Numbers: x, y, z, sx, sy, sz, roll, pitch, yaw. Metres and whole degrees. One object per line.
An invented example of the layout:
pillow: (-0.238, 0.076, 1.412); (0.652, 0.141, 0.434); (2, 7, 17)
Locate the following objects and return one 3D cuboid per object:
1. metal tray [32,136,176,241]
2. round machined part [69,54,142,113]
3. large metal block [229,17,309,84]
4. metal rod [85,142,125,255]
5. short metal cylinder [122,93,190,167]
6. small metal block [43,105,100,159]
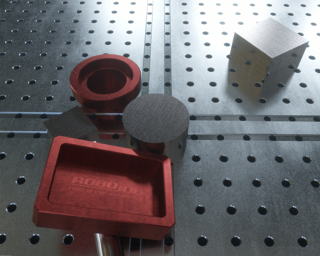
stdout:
metal tray: (-0.053, 0.061, 0.321); (0.131, 0.030, 0.090); (12, 43, -15)
round machined part: (-0.076, -0.060, 0.446); (0.099, 0.042, 0.098); (0, 50, 0)
large metal block: (0.173, -0.127, 0.500); (0.081, 0.050, 0.080); (-26, 55, -21)
metal rod: (-0.044, 0.135, 0.293); (0.025, 0.025, 0.300); (-12, 51, -11)
short metal cylinder: (-0.005, 0.002, 0.390); (0.081, 0.050, 0.080); (0, 50, 0)
small metal block: (-0.115, 0.004, 0.402); (0.050, 0.025, 0.050); (-31, 57, -24)
